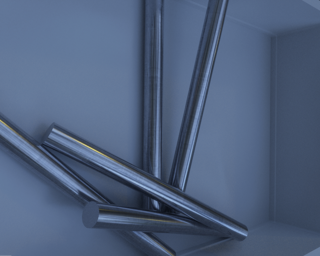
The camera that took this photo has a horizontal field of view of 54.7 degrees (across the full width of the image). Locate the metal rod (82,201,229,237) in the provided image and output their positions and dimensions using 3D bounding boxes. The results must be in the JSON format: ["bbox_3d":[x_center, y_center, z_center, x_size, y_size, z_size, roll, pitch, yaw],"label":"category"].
[{"bbox_3d":[0.029,0.125,0.403,0.301,0.025,0.025,24,75,-46],"label":"metal rod"}]

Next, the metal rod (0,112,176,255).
[{"bbox_3d":[-0.080,0.072,0.332,0.300,0.025,0.025,47,62,-28],"label":"metal rod"}]

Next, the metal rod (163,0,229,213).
[{"bbox_3d":[0.046,-0.029,0.404,0.025,0.025,0.298,7,98,-40],"label":"metal rod"}]

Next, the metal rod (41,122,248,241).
[{"bbox_3d":[0.002,0.077,0.375,0.301,0.025,0.025,33,70,-27],"label":"metal rod"}]

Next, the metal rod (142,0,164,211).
[{"bbox_3d":[-0.009,-0.023,0.398,0.025,0.025,0.298,1,89,-40],"label":"metal rod"}]
